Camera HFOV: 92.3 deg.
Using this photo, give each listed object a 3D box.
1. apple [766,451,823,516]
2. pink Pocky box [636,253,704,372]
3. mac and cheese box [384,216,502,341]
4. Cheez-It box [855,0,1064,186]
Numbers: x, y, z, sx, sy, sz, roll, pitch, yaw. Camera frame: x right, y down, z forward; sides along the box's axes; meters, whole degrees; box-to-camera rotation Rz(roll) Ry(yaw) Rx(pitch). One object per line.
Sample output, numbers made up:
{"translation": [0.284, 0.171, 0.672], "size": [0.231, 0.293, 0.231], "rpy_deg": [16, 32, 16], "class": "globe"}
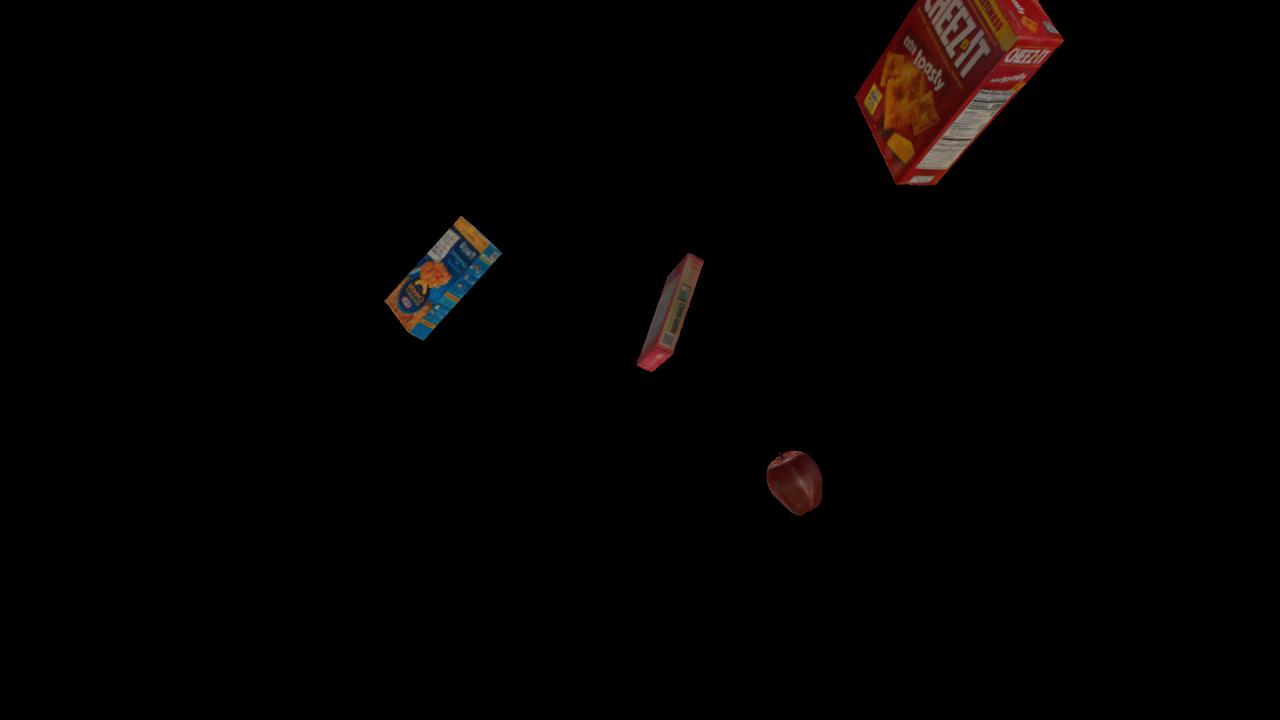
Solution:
{"translation": [0.228, 0.178, 0.905], "size": [0.079, 0.093, 0.079], "rpy_deg": [-25, -6, -3], "class": "apple"}
{"translation": [0.042, -0.065, 0.855], "size": [0.029, 0.155, 0.084], "rpy_deg": [24, -24, -10], "class": "pink Pocky box"}
{"translation": [-0.308, -0.129, 0.959], "size": [0.093, 0.184, 0.041], "rpy_deg": [43, 1, 29], "class": "mac and cheese box"}
{"translation": [0.372, -0.350, 0.752], "size": [0.071, 0.166, 0.223], "rpy_deg": [-5, -24, -16], "class": "Cheez-It box"}
